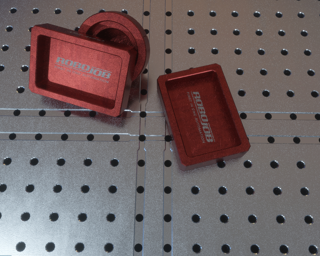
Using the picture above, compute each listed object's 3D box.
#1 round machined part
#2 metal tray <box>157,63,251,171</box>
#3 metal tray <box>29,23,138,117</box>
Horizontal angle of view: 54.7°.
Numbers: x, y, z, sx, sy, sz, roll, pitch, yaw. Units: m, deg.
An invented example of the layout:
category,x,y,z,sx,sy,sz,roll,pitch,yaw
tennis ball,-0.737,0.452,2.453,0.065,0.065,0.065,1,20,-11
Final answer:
category,x,y,z,sx,sy,sz,roll,pitch,yaw
round machined part,-0.061,-0.109,0.423,0.098,0.042,0.097,5,114,11
metal tray,0.055,-0.017,0.415,0.091,0.030,0.130,-13,71,-5
metal tray,-0.103,-0.076,0.406,0.131,0.030,0.089,17,115,5
